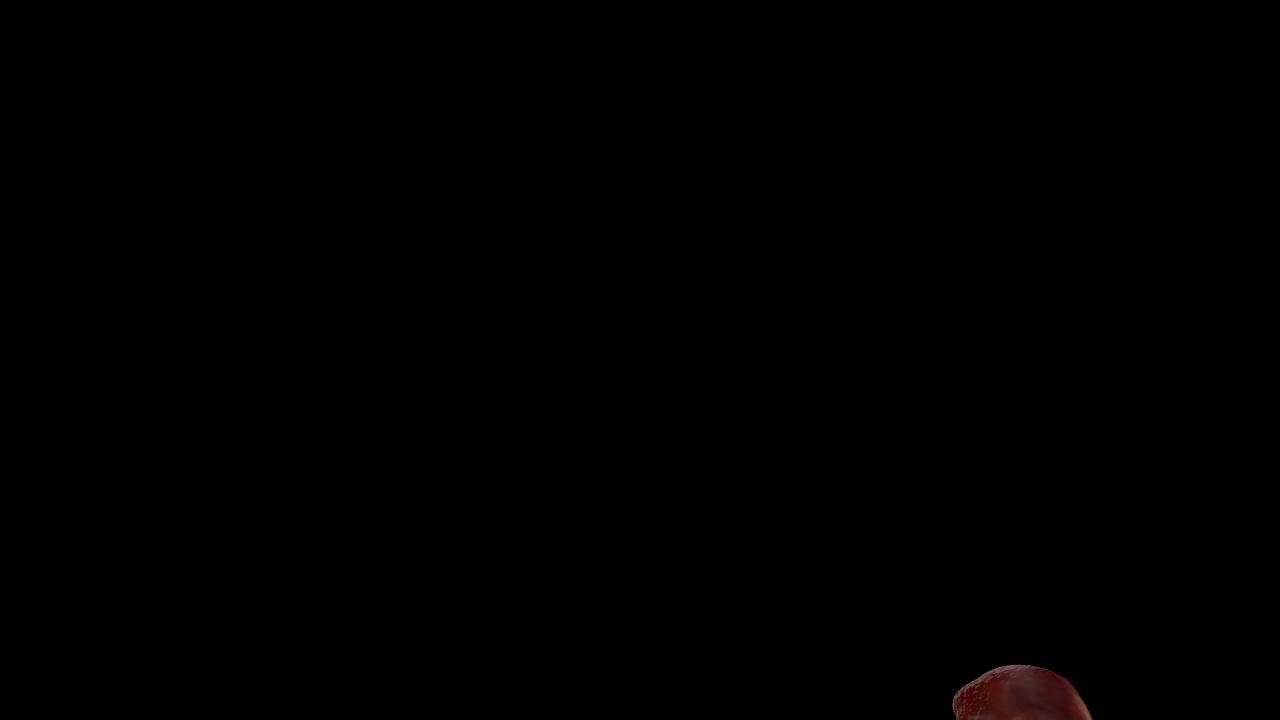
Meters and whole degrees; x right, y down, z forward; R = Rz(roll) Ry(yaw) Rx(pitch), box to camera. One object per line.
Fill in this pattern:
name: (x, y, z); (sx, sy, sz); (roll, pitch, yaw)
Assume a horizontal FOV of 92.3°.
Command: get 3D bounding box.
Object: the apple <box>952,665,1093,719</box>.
apple: (0.284, 0.268, 0.453); (0.093, 0.079, 0.079); (-13, -4, 20)
